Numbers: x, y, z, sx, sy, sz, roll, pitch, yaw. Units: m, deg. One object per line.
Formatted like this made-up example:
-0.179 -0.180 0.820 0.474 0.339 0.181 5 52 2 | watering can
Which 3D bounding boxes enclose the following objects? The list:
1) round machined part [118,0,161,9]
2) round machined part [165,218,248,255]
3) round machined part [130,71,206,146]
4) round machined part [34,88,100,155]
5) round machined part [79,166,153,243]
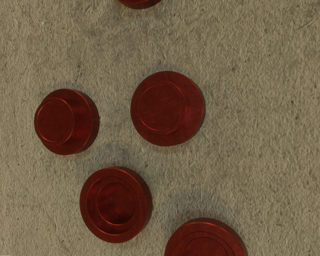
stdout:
-0.031 -0.214 0.411 0.098 0.042 0.097 0 90 20 | round machined part
0.058 0.158 0.379 0.098 0.042 0.097 0 90 20 | round machined part
0.006 -0.025 0.398 0.098 0.042 0.097 0 90 20 | round machined part
-0.142 -0.009 0.450 0.098 0.042 0.097 0 90 20 | round machined part
-0.055 0.100 0.419 0.098 0.042 0.097 0 90 20 | round machined part
